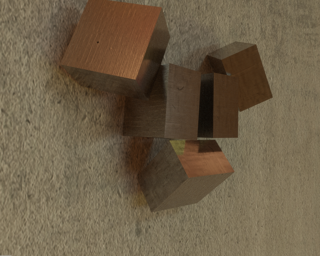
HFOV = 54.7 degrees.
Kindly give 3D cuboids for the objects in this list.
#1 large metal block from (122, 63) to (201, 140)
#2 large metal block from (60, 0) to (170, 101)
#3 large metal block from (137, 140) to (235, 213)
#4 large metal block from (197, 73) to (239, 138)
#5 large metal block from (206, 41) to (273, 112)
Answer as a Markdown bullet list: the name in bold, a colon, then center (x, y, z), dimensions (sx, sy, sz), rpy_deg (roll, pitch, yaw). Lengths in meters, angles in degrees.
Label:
- **large metal block**: center (0.000, -0.028, 0.373), dimensions (0.050, 0.080, 0.080), rpy_deg (6, 86, -40)
- **large metal block**: center (-0.043, -0.082, 0.324), dimensions (0.050, 0.080, 0.080), rpy_deg (59, 47, -69)
- **large metal block**: center (0.031, 0.059, 0.391), dimensions (0.081, 0.080, 0.050), rpy_deg (1, 50, -40)
- **large metal block**: center (0.058, -0.028, 0.422), dimensions (0.050, 0.080, 0.079), rpy_deg (1, 90, -40)
- **large metal block**: center (0.116, -0.079, 0.462), dimensions (0.050, 0.080, 0.080), rpy_deg (-24, 109, 2)
